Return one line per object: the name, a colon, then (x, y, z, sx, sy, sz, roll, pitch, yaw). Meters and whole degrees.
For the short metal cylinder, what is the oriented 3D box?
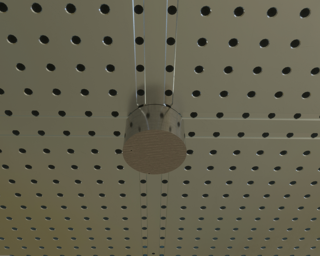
short metal cylinder: (-0.007, 0.016, 0.408, 0.081, 0.050, 0.079, 0, 130, 0)
